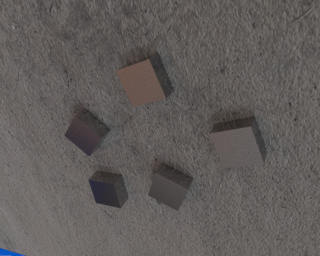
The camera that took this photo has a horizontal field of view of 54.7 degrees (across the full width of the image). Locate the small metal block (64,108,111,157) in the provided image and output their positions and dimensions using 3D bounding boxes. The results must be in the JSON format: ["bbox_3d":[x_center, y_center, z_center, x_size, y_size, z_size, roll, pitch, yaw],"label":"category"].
[{"bbox_3d":[-0.110,0.007,0.469,0.050,0.025,0.050,40,129,0],"label":"small metal block"}]

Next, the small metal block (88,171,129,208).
[{"bbox_3d":[-0.085,0.102,0.515,0.050,0.025,0.050,4,121,26],"label":"small metal block"}]

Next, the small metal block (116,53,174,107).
[{"bbox_3d":[-0.018,-0.058,0.380,0.050,0.025,0.050,-11,113,33],"label":"small metal block"}]

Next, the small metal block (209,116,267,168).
[{"bbox_3d":[0.094,0.018,0.369,0.050,0.025,0.050,-12,113,33],"label":"small metal block"}]

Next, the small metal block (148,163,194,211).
[{"bbox_3d":[0.015,0.086,0.452,0.050,0.025,0.050,26,128,12],"label":"small metal block"}]
